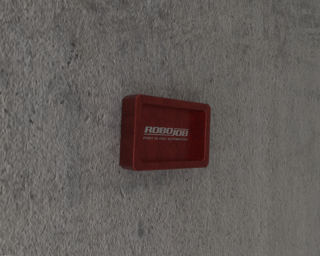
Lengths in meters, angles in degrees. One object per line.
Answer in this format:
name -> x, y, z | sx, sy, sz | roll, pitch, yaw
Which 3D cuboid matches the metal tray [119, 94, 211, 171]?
metal tray -> 0.011, 0.008, 0.409 | 0.131, 0.030, 0.090 | 4, 88, -40
